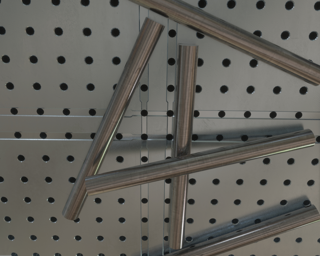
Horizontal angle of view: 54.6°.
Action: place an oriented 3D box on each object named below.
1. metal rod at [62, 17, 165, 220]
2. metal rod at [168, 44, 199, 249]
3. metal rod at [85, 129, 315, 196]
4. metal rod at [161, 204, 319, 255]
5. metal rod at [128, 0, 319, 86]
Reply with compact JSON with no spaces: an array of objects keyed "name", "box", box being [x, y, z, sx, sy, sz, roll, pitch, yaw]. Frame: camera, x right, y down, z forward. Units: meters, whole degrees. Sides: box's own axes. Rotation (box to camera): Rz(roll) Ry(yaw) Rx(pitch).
[{"name":"metal rod","box":[-0.069,0.001,0.413,0.025,0.025,0.298,24,108,-9]},{"name":"metal rod","box":[0.030,0.039,0.427,0.025,0.025,0.298,2,110,-1]},{"name":"metal rod","box":[0.056,0.043,0.405,0.302,0.025,0.025,-12,110,-6]},{"name":"metal rod","box":[0.095,0.181,0.480,0.301,0.025,0.025,-22,109,7]},{"name":"metal rod","box":[0.063,-0.120,0.369,0.301,0.025,0.025,22,109,-8]}]
